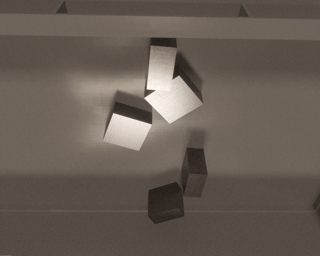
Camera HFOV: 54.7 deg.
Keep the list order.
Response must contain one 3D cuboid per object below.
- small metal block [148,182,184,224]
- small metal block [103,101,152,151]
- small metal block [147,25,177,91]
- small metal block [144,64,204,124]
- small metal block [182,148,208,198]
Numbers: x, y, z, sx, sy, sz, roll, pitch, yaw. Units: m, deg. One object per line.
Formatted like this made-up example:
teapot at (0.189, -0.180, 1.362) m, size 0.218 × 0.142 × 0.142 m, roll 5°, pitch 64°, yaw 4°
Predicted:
small metal block at (0.009, 0.120, 0.495) m, size 0.050 × 0.050 × 0.025 m, roll -20°, pitch 128°, yaw 15°
small metal block at (-0.043, -0.002, 0.407) m, size 0.050 × 0.025 × 0.050 m, roll 17°, pitch 128°, yaw -14°
small metal block at (0.001, -0.075, 0.329) m, size 0.025 × 0.050 × 0.050 m, roll 4°, pitch 130°, yaw -4°
small metal block at (0.017, -0.040, 0.376) m, size 0.050 × 0.025 × 0.050 m, roll -31°, pitch 124°, yaw 23°
small metal block at (0.049, 0.064, 0.448) m, size 0.025 × 0.050 × 0.050 m, roll 5°, pitch 130°, yaw -4°
